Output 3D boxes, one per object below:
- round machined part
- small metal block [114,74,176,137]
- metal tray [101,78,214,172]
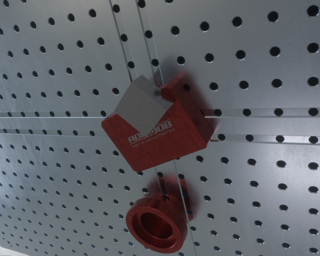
[{"bbox_3d":[-0.002,0.148,0.493,0.098,0.042,0.097,13,124,21],"label":"round machined part"},{"bbox_3d":[-0.019,-0.026,0.366,0.050,0.025,0.050,40,129,1],"label":"small metal block"},{"bbox_3d":[-0.007,0.001,0.412,0.130,0.030,0.090,-25,105,36],"label":"metal tray"}]
